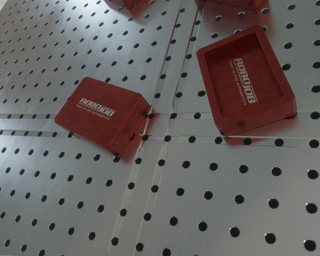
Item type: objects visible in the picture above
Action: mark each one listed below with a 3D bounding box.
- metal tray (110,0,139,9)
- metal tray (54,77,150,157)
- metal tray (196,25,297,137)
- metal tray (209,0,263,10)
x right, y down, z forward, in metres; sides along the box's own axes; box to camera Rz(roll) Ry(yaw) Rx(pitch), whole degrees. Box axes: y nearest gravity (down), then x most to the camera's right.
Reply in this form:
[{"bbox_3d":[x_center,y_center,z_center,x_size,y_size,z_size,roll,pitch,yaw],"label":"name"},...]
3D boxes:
[{"bbox_3d":[-0.072,-0.299,0.627,0.090,0.030,0.130,-46,51,-4],"label":"metal tray"},{"bbox_3d":[-0.089,-0.022,0.467,0.130,0.030,0.090,22,73,36],"label":"metal tray"},{"bbox_3d":[0.103,-0.061,0.389,0.090,0.030,0.130,-20,54,16],"label":"metal tray"},{"bbox_3d":[0.090,-0.232,0.462,0.130,0.090,0.030,32,80,38],"label":"metal tray"}]
